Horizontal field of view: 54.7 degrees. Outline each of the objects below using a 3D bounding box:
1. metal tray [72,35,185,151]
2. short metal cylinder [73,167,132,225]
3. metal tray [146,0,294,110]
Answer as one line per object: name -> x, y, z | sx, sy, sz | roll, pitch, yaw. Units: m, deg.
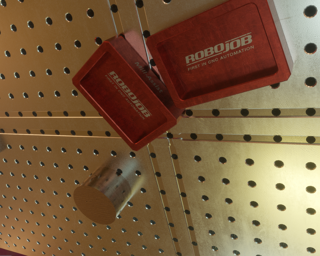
metal tray -> -0.042, -0.041, 0.402 | 0.130, 0.030, 0.090 | 49, 128, -7
short metal cylinder -> -0.094, 0.112, 0.512 | 0.080, 0.050, 0.079 | 13, 124, 20
metal tray -> 0.060, -0.078, 0.326 | 0.130, 0.030, 0.090 | -14, 112, 33
